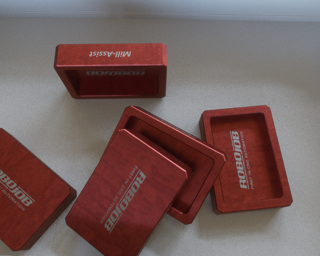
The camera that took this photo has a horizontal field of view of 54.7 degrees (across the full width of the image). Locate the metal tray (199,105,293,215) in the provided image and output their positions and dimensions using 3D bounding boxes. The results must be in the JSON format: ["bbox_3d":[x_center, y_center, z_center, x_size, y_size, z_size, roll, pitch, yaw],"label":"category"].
[{"bbox_3d":[0.105,0.039,0.394,0.091,0.030,0.129,-5,70,-3],"label":"metal tray"}]

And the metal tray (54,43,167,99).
[{"bbox_3d":[-0.058,-0.070,0.400,0.131,0.090,0.030,-1,70,-1],"label":"metal tray"}]

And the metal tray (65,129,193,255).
[{"bbox_3d":[-0.036,0.077,0.347,0.090,0.030,0.129,34,98,13],"label":"metal tray"}]

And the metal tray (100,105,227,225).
[{"bbox_3d":[0.001,0.041,0.367,0.130,0.030,0.090,28,97,14],"label":"metal tray"}]

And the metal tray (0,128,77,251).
[{"bbox_3d":[-0.181,0.072,0.378,0.130,0.030,0.090,37,74,12],"label":"metal tray"}]
